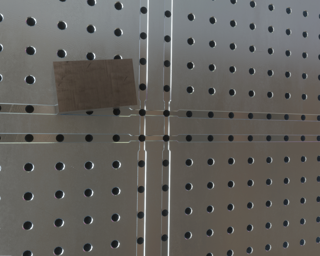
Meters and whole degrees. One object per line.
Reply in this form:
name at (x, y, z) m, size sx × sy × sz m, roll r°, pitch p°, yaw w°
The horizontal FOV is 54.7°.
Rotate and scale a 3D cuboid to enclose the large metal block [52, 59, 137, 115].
large metal block at (-0.078, -0.045, 0.355) m, size 0.081 × 0.080 × 0.050 m, roll -7°, pitch 93°, yaw -20°
